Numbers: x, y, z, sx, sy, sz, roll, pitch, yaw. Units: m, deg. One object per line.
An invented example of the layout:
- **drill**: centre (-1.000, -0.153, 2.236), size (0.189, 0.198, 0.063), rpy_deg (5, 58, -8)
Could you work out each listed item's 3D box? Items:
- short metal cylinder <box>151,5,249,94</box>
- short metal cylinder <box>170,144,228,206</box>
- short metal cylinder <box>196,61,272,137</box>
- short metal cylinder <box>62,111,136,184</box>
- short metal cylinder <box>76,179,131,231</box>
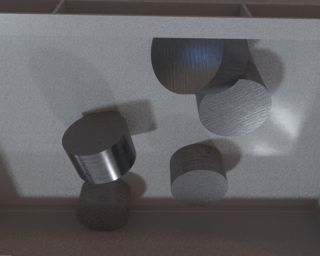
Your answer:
- **short metal cylinder**: centre (0.038, -0.073, 0.303), size (0.050, 0.080, 0.080), rpy_deg (-8, 146, -51)
- **short metal cylinder**: centre (0.055, 0.069, 0.453), size (0.081, 0.050, 0.079), rpy_deg (0, 130, 0)
- **short metal cylinder**: centre (0.083, -0.036, 0.363), size (0.081, 0.050, 0.079), rpy_deg (0, 130, 0)
- **short metal cylinder**: centre (-0.075, 0.023, 0.392), size (0.080, 0.080, 0.050), rpy_deg (-8, 130, 6)
- **short metal cylinder**: centre (-0.089, 0.120, 0.494), size (0.081, 0.050, 0.079), rpy_deg (-1, 130, 0)
